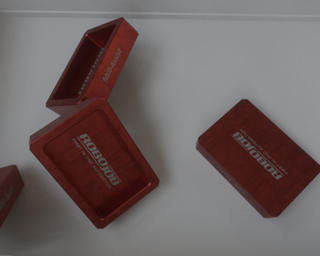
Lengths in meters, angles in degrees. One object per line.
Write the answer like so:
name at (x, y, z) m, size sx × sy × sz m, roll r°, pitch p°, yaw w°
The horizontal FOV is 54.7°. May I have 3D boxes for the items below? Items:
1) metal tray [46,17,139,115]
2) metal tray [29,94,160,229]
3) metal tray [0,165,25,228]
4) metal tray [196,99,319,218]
metal tray at (-0.089, -0.077, 0.406) m, size 0.090 × 0.030 × 0.130 m, roll 2°, pitch 63°, yaw 45°
metal tray at (-0.070, 0.039, 0.351) m, size 0.090 × 0.030 × 0.130 m, roll -37°, pitch 115°, yaw -12°
metal tray at (-0.206, 0.086, 0.324) m, size 0.091 × 0.130 × 0.030 m, roll -16°, pitch 107°, yaw -6°
metal tray at (0.122, 0.037, 0.395) m, size 0.090 × 0.030 × 0.130 m, roll -40°, pitch 75°, yaw -14°
